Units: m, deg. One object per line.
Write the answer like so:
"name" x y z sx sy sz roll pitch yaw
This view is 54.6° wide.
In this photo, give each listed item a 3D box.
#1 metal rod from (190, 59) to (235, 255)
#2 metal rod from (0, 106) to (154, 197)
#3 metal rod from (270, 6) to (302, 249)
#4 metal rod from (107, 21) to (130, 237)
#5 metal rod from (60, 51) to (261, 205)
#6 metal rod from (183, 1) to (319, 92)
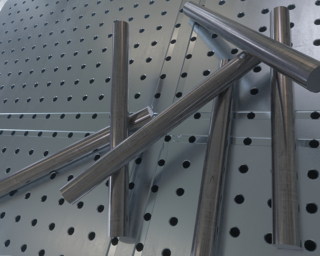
"metal rod" 0.061 0.048 0.347 0.025 0.025 0.300 -2 61 27
"metal rod" -0.144 0.044 0.458 0.300 0.025 0.025 -25 53 12
"metal rod" 0.138 -0.023 0.350 0.025 0.025 0.300 -4 59 26
"metal rod" -0.053 -0.013 0.412 0.025 0.025 0.299 -11 67 22
"metal rod" 0.012 -0.011 0.368 0.301 0.025 0.025 -37 51 -3
"metal rod" 0.091 -0.117 0.381 0.025 0.025 0.300 -36 35 5
